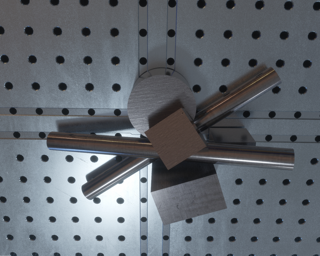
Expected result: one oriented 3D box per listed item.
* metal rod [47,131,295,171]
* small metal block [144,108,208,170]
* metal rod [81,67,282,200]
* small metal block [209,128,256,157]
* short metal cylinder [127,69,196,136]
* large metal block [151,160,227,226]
[{"bbox_3d":[0.003,0.026,0.382,0.301,0.025,0.025,4,111,12],"label":"metal rod"},{"bbox_3d":[0.019,0.012,0.352,0.050,0.025,0.050,-34,84,11],"label":"small metal block"},{"bbox_3d":[0.020,0.013,0.415,0.300,0.025,0.025,-32,107,11],"label":"metal rod"},{"bbox_3d":[0.092,0.020,0.405,0.050,0.050,0.025,1,110,1],"label":"small metal block"},{"bbox_3d":[0.002,-0.031,0.385,0.081,0.050,0.079,0,109,0],"label":"short metal cylinder"},{"bbox_3d":[0.035,0.072,0.406,0.080,0.080,0.050,-17,109,6],"label":"large metal block"}]
